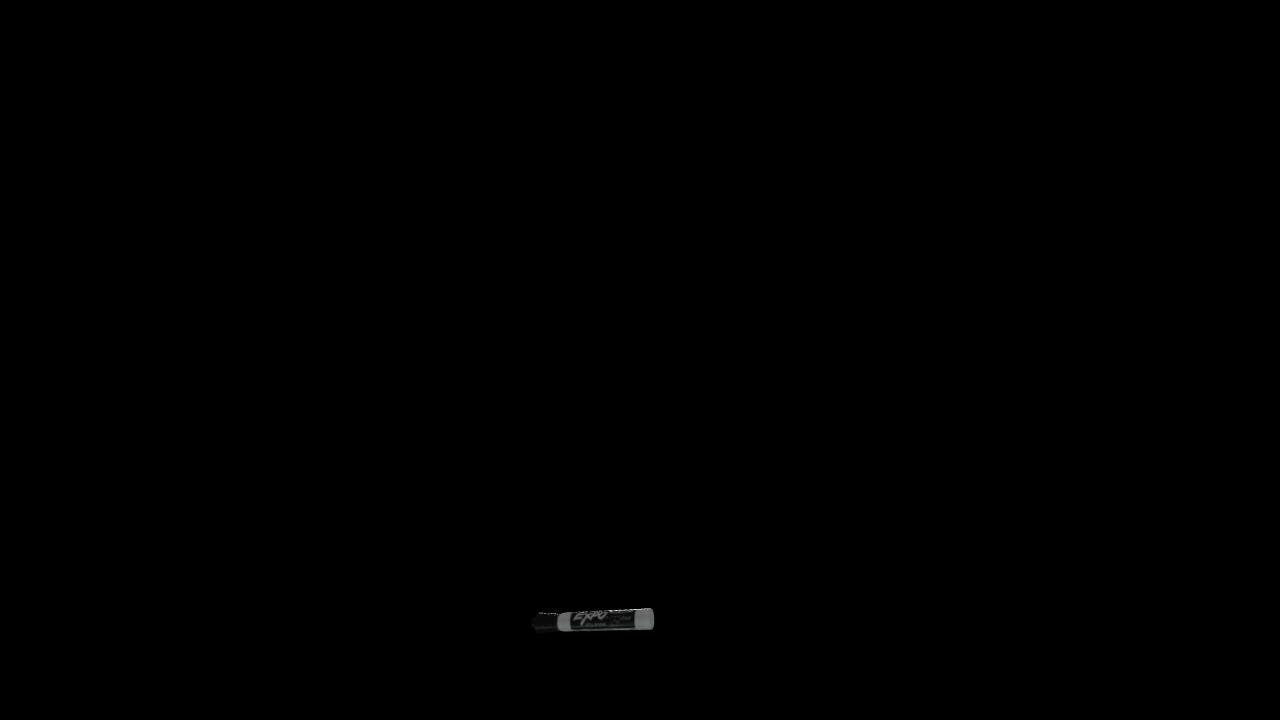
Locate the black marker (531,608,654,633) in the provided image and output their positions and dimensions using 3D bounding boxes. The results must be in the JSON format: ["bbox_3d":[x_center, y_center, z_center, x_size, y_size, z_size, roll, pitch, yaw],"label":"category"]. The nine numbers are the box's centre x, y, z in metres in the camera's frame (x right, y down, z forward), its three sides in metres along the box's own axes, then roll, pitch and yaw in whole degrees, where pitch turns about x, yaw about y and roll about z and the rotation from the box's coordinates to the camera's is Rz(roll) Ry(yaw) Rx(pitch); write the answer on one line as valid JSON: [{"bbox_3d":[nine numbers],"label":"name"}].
[{"bbox_3d":[-0.047,0.252,0.593,0.121,0.020,0.020,-7,-2,12],"label":"black marker"}]
